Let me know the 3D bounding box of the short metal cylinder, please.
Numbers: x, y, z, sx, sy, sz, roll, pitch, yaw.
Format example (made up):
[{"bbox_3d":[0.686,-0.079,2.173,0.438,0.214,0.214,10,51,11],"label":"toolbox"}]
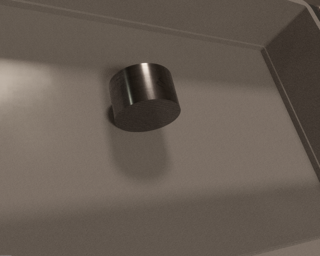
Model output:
[{"bbox_3d":[-0.019,-0.035,0.383,0.081,0.080,0.050,1,61,-28],"label":"short metal cylinder"}]
